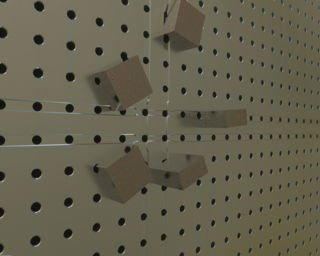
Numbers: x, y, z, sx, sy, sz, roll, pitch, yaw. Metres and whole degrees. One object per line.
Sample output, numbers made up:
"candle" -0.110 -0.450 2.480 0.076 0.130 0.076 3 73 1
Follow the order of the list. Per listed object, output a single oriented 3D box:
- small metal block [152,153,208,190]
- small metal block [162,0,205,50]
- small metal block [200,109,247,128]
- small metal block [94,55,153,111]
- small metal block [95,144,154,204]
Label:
"small metal block" 0.027 0.057 0.418 0.050 0.050 0.025 -27 107 -37
"small metal block" 0.034 -0.146 0.440 0.050 0.025 0.050 20 78 -39
"small metal block" 0.098 -0.015 0.478 0.050 0.050 0.025 -7 95 -40
"small metal block" -0.043 -0.054 0.375 0.050 0.025 0.050 -36 113 -34
"small metal block" -0.042 0.055 0.376 0.050 0.025 0.050 -36 113 -34
